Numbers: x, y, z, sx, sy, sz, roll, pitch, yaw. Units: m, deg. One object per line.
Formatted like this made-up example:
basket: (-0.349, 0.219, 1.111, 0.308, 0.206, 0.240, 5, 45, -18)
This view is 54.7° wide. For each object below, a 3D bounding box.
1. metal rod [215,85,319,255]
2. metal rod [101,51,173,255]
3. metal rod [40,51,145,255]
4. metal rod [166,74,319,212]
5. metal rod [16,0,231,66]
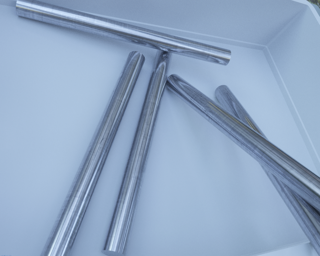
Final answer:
metal rod: (0.124, 0.025, 0.374, 0.025, 0.025, 0.300, 15, 30, -20)
metal rod: (-0.019, 0.005, 0.391, 0.025, 0.025, 0.300, 23, 53, -15)
metal rod: (-0.067, 0.015, 0.360, 0.025, 0.025, 0.300, 25, 53, -13)
metal rod: (0.092, 0.006, 0.354, 0.025, 0.025, 0.300, -6, 33, -31)
metal rod: (-0.040, -0.134, 0.441, 0.302, 0.025, 0.025, 10, 57, -14)
